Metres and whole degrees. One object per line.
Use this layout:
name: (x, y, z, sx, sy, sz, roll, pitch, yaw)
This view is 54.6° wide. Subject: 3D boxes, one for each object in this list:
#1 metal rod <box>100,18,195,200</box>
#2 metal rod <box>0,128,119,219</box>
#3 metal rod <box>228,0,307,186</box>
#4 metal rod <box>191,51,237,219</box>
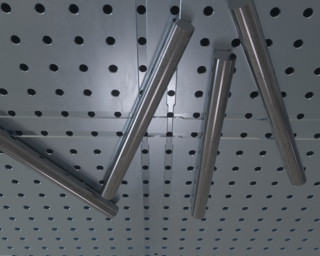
metal rod: (-0.030, -0.001, 0.410, 0.025, 0.025, 0.298, 17, 128, -14)
metal rod: (-0.175, 0.056, 0.457, 0.025, 0.025, 0.300, -32, 124, 24)
metal rod: (0.146, -0.022, 0.393, 0.025, 0.025, 0.300, -21, 127, 17)
metal rod: (0.069, 0.034, 0.440, 0.025, 0.025, 0.298, 1, 130, -1)
